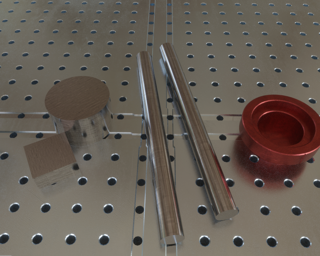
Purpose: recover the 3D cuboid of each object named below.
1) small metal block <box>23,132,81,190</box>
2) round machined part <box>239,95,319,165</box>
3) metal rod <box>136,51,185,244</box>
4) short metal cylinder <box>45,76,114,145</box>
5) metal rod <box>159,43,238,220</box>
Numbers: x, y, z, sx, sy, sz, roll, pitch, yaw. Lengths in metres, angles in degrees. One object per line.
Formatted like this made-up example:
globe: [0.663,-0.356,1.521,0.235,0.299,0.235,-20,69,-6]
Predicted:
small metal block: [-0.130,0.038,0.374,0.050,0.025,0.050,-21,53,-17]
round machined part: [0.150,0.006,0.392,0.099,0.042,0.098,0,50,0]
metal rod: [-0.007,-0.001,0.408,0.025,0.025,0.300,-6,50,-5]
short metal cylinder: [-0.104,-0.024,0.410,0.081,0.050,0.080,0,50,0]
metal rod: [0.041,-0.020,0.424,0.025,0.025,0.300,-9,51,-7]
